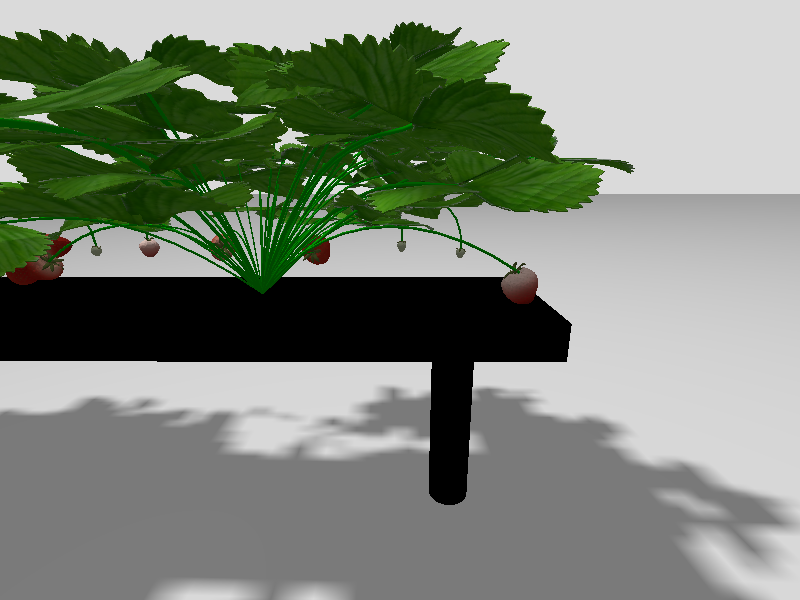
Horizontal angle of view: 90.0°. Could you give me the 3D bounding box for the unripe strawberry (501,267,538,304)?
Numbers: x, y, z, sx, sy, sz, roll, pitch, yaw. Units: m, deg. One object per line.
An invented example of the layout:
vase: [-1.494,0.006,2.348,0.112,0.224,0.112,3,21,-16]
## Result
unripe strawberry: [0.102,-0.010,0.337,0.030,0.031,0.029,-23,13,12]

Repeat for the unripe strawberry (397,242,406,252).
unripe strawberry: [0.002,-0.073,0.550,0.013,0.014,0.014,10,19,31]

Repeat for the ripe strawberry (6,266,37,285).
ripe strawberry: [-0.367,-0.030,0.395,0.032,0.031,0.029,1,16,-11]

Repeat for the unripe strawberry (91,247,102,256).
unripe strawberry: [-0.367,-0.059,0.484,0.011,0.011,0.011,-10,19,-31]

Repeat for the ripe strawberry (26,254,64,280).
ripe strawberry: [-0.356,-0.031,0.400,0.028,0.027,0.030,-32,8,18]

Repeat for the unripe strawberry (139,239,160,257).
unripe strawberry: [-0.333,-0.069,0.533,0.020,0.024,0.024,14,21,39]

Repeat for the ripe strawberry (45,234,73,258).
ripe strawberry: [-0.452,-0.071,0.524,0.036,0.031,0.036,11,19,34]

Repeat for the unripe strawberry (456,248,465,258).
unripe strawberry: [0.069,-0.053,0.458,0.010,0.011,0.011,-9,19,-27]

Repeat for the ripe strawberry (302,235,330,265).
ripe strawberry: [-0.102,-0.063,0.499,0.034,0.036,0.037,3,16,9]

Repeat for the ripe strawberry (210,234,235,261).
ripe strawberry: [-0.227,-0.067,0.510,0.030,0.034,0.032,-10,14,-31]
